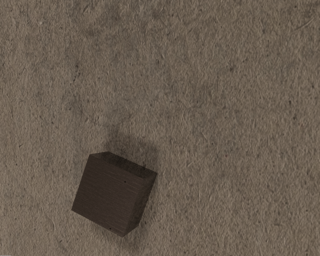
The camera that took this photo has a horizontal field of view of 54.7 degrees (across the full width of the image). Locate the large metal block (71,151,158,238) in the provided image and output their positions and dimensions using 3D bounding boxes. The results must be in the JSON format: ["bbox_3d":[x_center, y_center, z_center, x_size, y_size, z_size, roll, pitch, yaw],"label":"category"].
[{"bbox_3d":[-0.060,0.085,0.416,0.080,0.050,0.080,21,97,18],"label":"large metal block"}]
